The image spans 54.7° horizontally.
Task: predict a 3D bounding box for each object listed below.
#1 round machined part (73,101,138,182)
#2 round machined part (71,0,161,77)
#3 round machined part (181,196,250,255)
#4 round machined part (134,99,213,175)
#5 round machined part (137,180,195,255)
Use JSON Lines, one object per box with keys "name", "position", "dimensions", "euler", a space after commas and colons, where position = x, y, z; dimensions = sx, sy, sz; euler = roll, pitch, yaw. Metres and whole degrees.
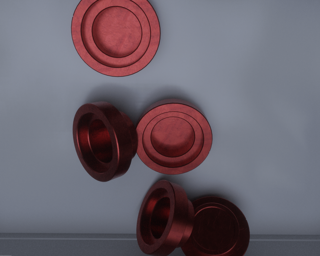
{"name": "round machined part", "position": [-0.065, 0.014, 0.388], "dimensions": [0.042, 0.098, 0.097], "euler": [-15, 118, -43]}
{"name": "round machined part", "position": [-0.049, -0.112, 0.360], "dimensions": [0.099, 0.042, 0.097], "euler": [0, 110, -1]}
{"name": "round machined part", "position": [0.073, 0.141, 0.424], "dimensions": [0.099, 0.098, 0.042], "euler": [-10, 150, 3]}
{"name": "round machined part", "position": [0.017, 0.008, 0.406], "dimensions": [0.099, 0.042, 0.097], "euler": [0, 110, -1]}
{"name": "round machined part", "position": [0.010, 0.124, 0.420], "dimensions": [0.042, 0.098, 0.097], "euler": [23, 109, -24]}
